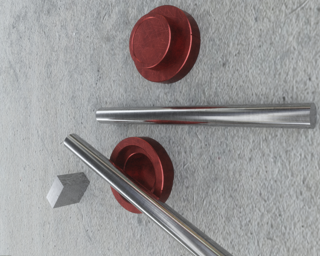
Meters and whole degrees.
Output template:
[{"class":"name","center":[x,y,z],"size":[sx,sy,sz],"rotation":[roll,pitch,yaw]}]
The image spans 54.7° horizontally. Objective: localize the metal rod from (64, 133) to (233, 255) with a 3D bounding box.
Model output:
[{"class":"metal rod","center":[-0.025,0.081,0.370],"size":[0.300,0.025,0.025],"rotation":[30,109,35]}]

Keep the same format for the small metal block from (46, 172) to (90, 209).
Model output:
[{"class":"small metal block","center":[-0.152,0.103,0.515],"size":[0.025,0.050,0.050],"rotation":[46,117,30]}]

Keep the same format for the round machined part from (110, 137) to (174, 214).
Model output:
[{"class":"round machined part","center":[-0.020,0.060,0.411],"size":[0.098,0.042,0.097],"rotation":[0,90,40]}]

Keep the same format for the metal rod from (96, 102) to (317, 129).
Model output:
[{"class":"metal rod","center":[0.027,-0.015,0.382],"size":[0.300,0.025,0.025],"rotation":[2,91,40]}]

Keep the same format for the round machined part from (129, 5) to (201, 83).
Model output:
[{"class":"round machined part","center":[-0.001,-0.107,0.395],"size":[0.098,0.042,0.097],"rotation":[0,90,40]}]
